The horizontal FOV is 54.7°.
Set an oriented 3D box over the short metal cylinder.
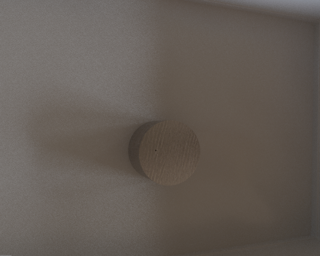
[{"bbox_3d":[0.004,0.030,0.400,0.081,0.050,0.079,0,90,-21],"label":"short metal cylinder"}]
